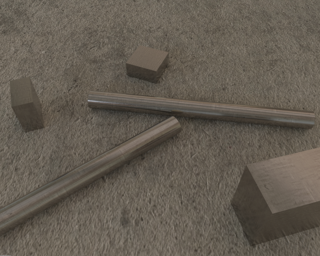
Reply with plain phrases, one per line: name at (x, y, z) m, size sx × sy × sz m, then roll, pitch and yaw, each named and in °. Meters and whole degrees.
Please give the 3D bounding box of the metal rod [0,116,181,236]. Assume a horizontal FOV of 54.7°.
metal rod at (-0.102, 0.062, 0.349) m, size 0.302 × 0.025 × 0.025 m, roll -29°, pitch 56°, yaw -23°

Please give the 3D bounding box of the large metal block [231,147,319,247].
large metal block at (0.126, 0.070, 0.310) m, size 0.081 × 0.080 × 0.050 m, roll -12°, pitch 51°, yaw -10°

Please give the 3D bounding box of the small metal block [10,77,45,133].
small metal block at (-0.176, -0.031, 0.411) m, size 0.025 × 0.050 × 0.050 m, roll -15°, pitch 52°, yaw -13°

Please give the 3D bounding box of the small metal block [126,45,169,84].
small metal block at (-0.019, -0.101, 0.488) m, size 0.050 × 0.025 × 0.050 m, roll 18°, pitch 52°, yaw 14°

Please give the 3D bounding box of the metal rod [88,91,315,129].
metal rod at (0.052, -0.025, 0.425) m, size 0.302 × 0.025 × 0.025 m, roll 6°, pitch 50°, yaw 4°
